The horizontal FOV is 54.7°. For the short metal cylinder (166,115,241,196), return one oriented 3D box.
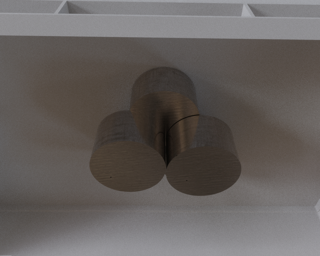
[{"bbox_3d":[0.047,0.032,0.351,0.081,0.050,0.079,0,130,0],"label":"short metal cylinder"}]

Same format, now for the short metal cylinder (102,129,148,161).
[{"bbox_3d":[-0.040,0.026,0.412,0.081,0.050,0.079,0,130,0],"label":"short metal cylinder"}]

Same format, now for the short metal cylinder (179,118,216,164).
[{"bbox_3d":[0.042,0.030,0.416,0.081,0.050,0.079,0,130,0],"label":"short metal cylinder"}]

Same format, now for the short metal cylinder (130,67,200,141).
[{"bbox_3d":[0.005,-0.025,0.370,0.081,0.050,0.079,0,130,0],"label":"short metal cylinder"}]

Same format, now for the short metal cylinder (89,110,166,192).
[{"bbox_3d":[-0.034,0.027,0.347,0.081,0.050,0.079,0,130,0],"label":"short metal cylinder"}]
